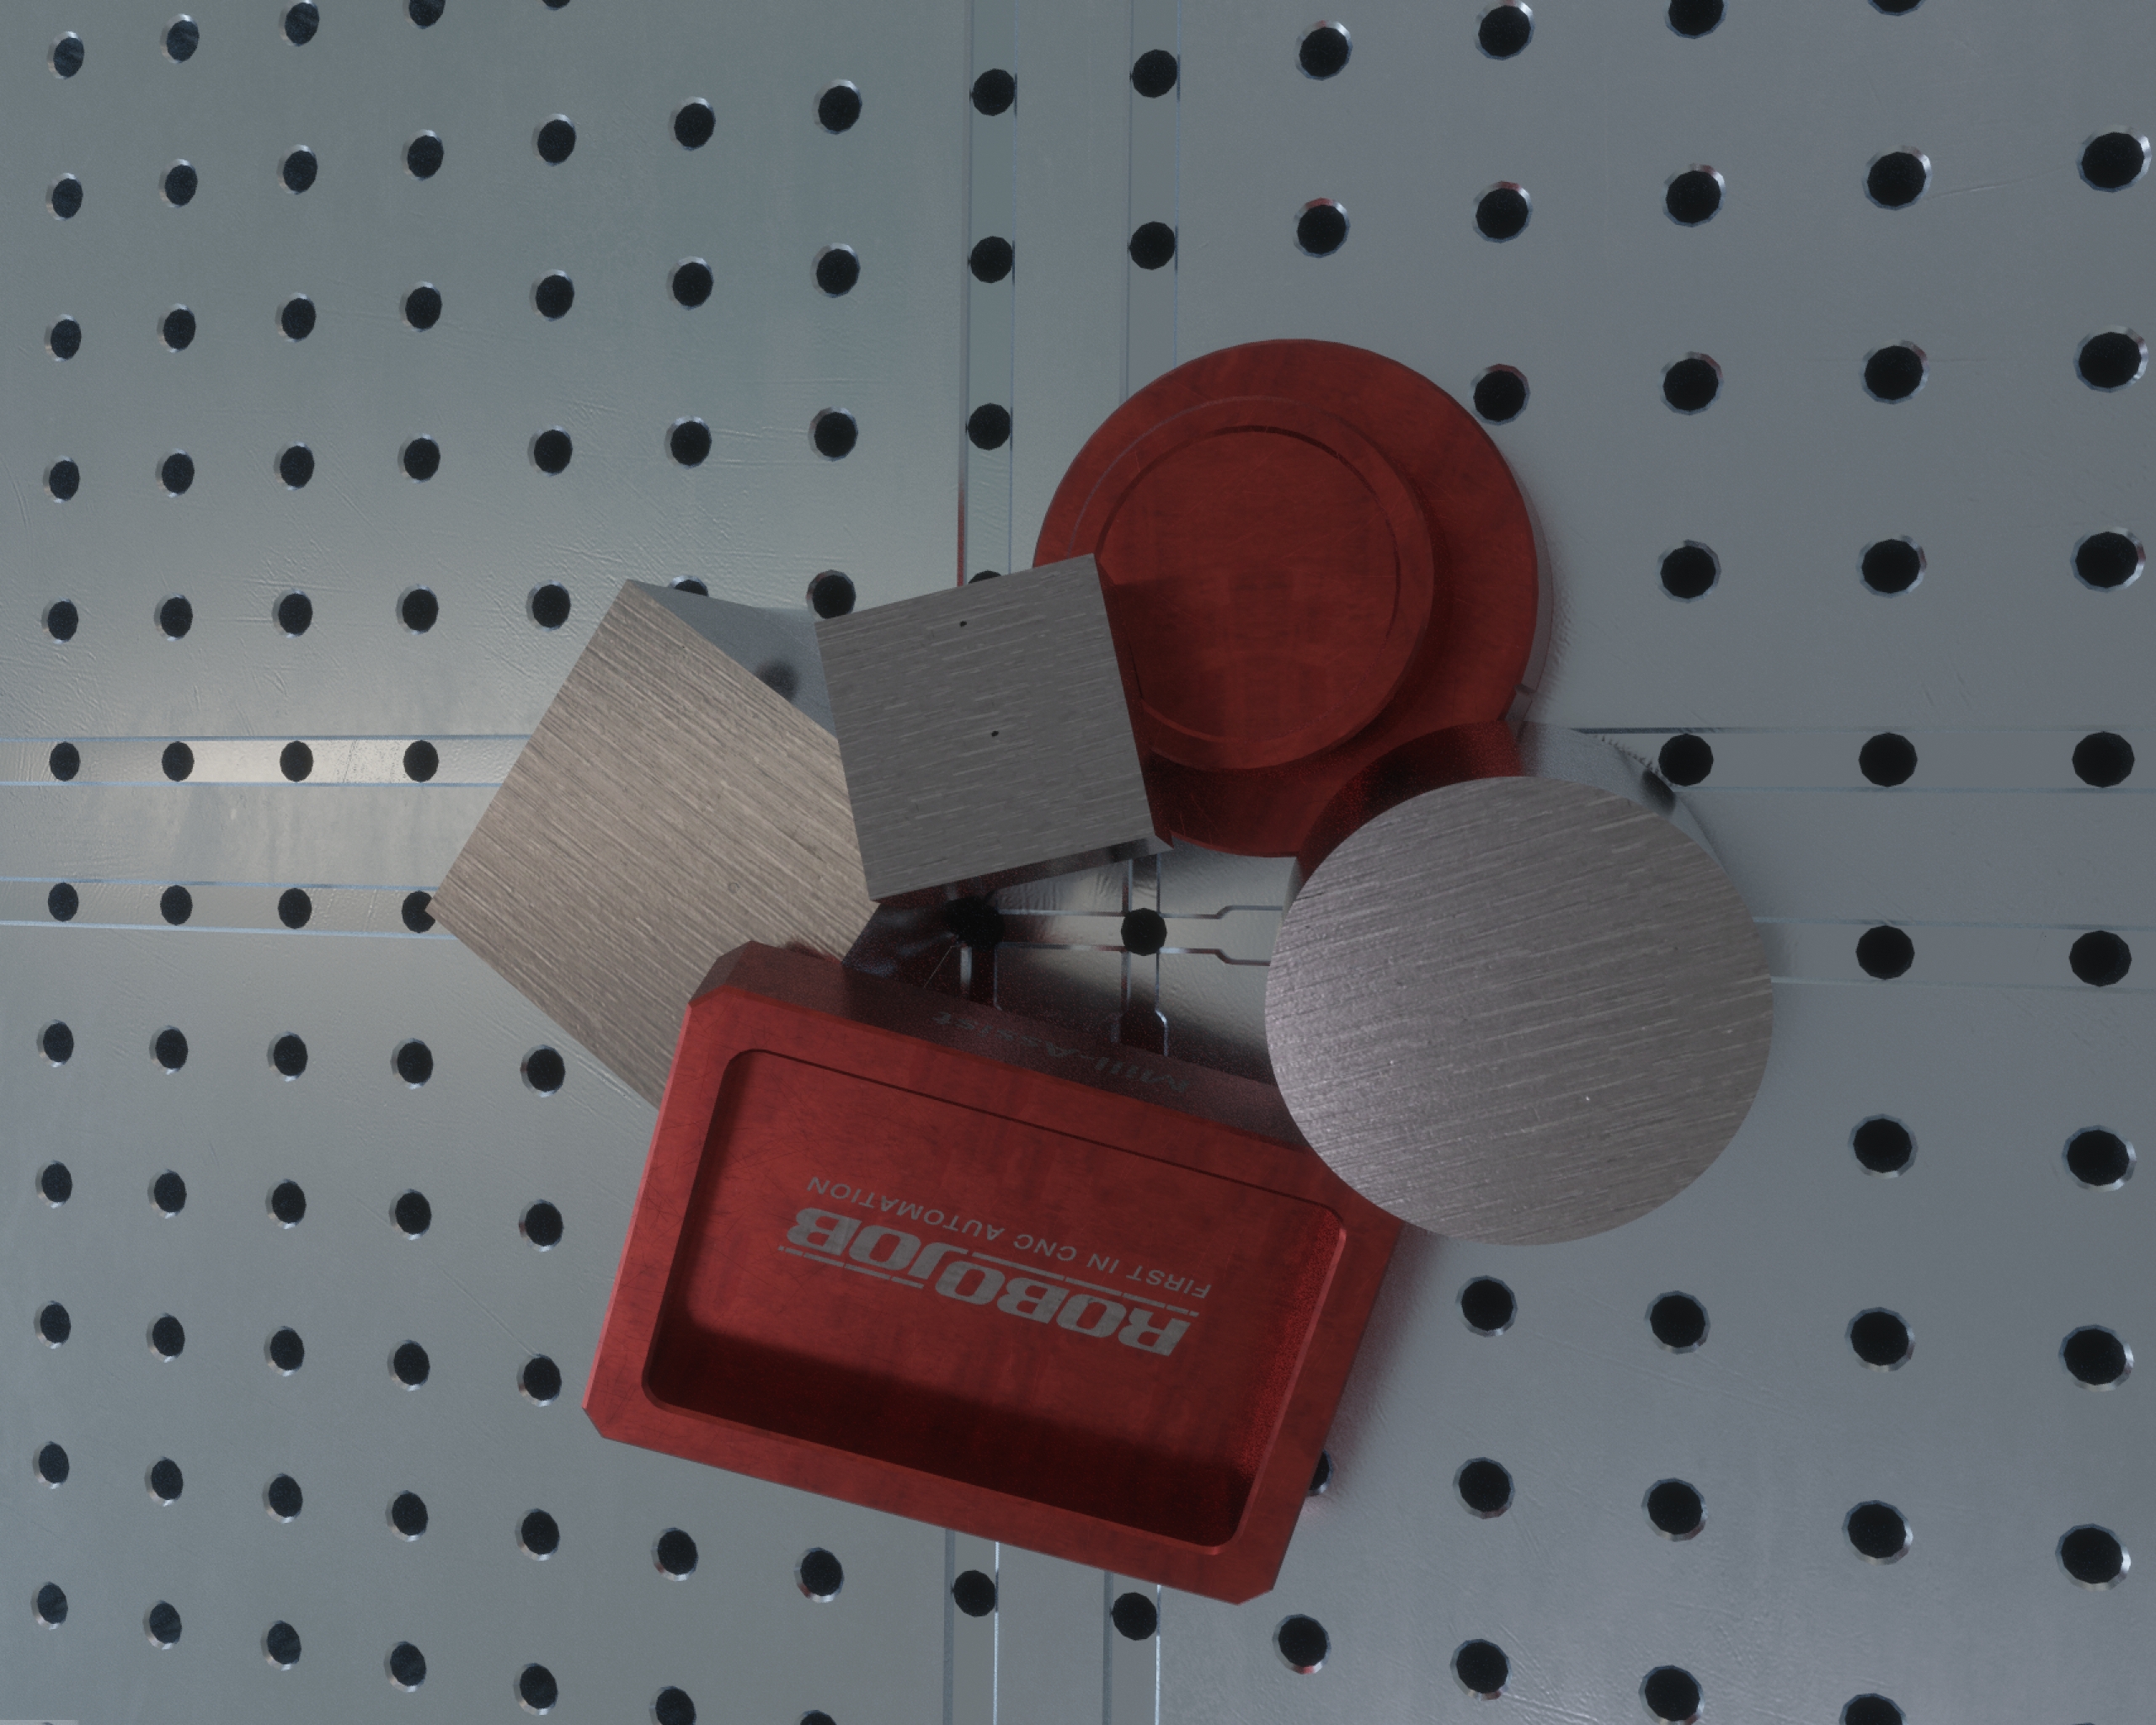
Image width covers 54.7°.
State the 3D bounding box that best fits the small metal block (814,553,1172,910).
[{"bbox_3d":[-0.014,-0.022,0.368,0.050,0.025,0.050,-13,83,8],"label":"small metal block"}]

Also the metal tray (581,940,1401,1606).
[{"bbox_3d":[-0.015,0.076,0.385,0.131,0.030,0.089,16,103,-3],"label":"metal tray"}]

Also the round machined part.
[{"bbox_3d":[0.036,-0.050,0.390,0.098,0.042,0.097,0,90,20],"label":"round machined part"}]

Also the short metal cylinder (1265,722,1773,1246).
[{"bbox_3d":[0.074,0.019,0.361,0.080,0.050,0.079,2,104,8],"label":"short metal cylinder"}]

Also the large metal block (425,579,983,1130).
[{"bbox_3d":[-0.070,0.000,0.424,0.080,0.050,0.080,37,102,16],"label":"large metal block"}]
